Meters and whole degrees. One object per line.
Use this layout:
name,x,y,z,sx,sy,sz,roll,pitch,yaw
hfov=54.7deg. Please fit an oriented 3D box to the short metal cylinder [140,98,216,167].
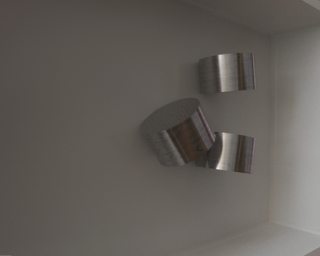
short metal cylinder,0.023,0.004,0.390,0.080,0.080,0.050,-42,116,-32

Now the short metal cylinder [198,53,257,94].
short metal cylinder,0.099,-0.078,0.453,0.081,0.080,0.050,-9,96,-40

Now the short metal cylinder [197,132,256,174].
short metal cylinder,0.096,0.037,0.451,0.081,0.080,0.050,13,82,-39
